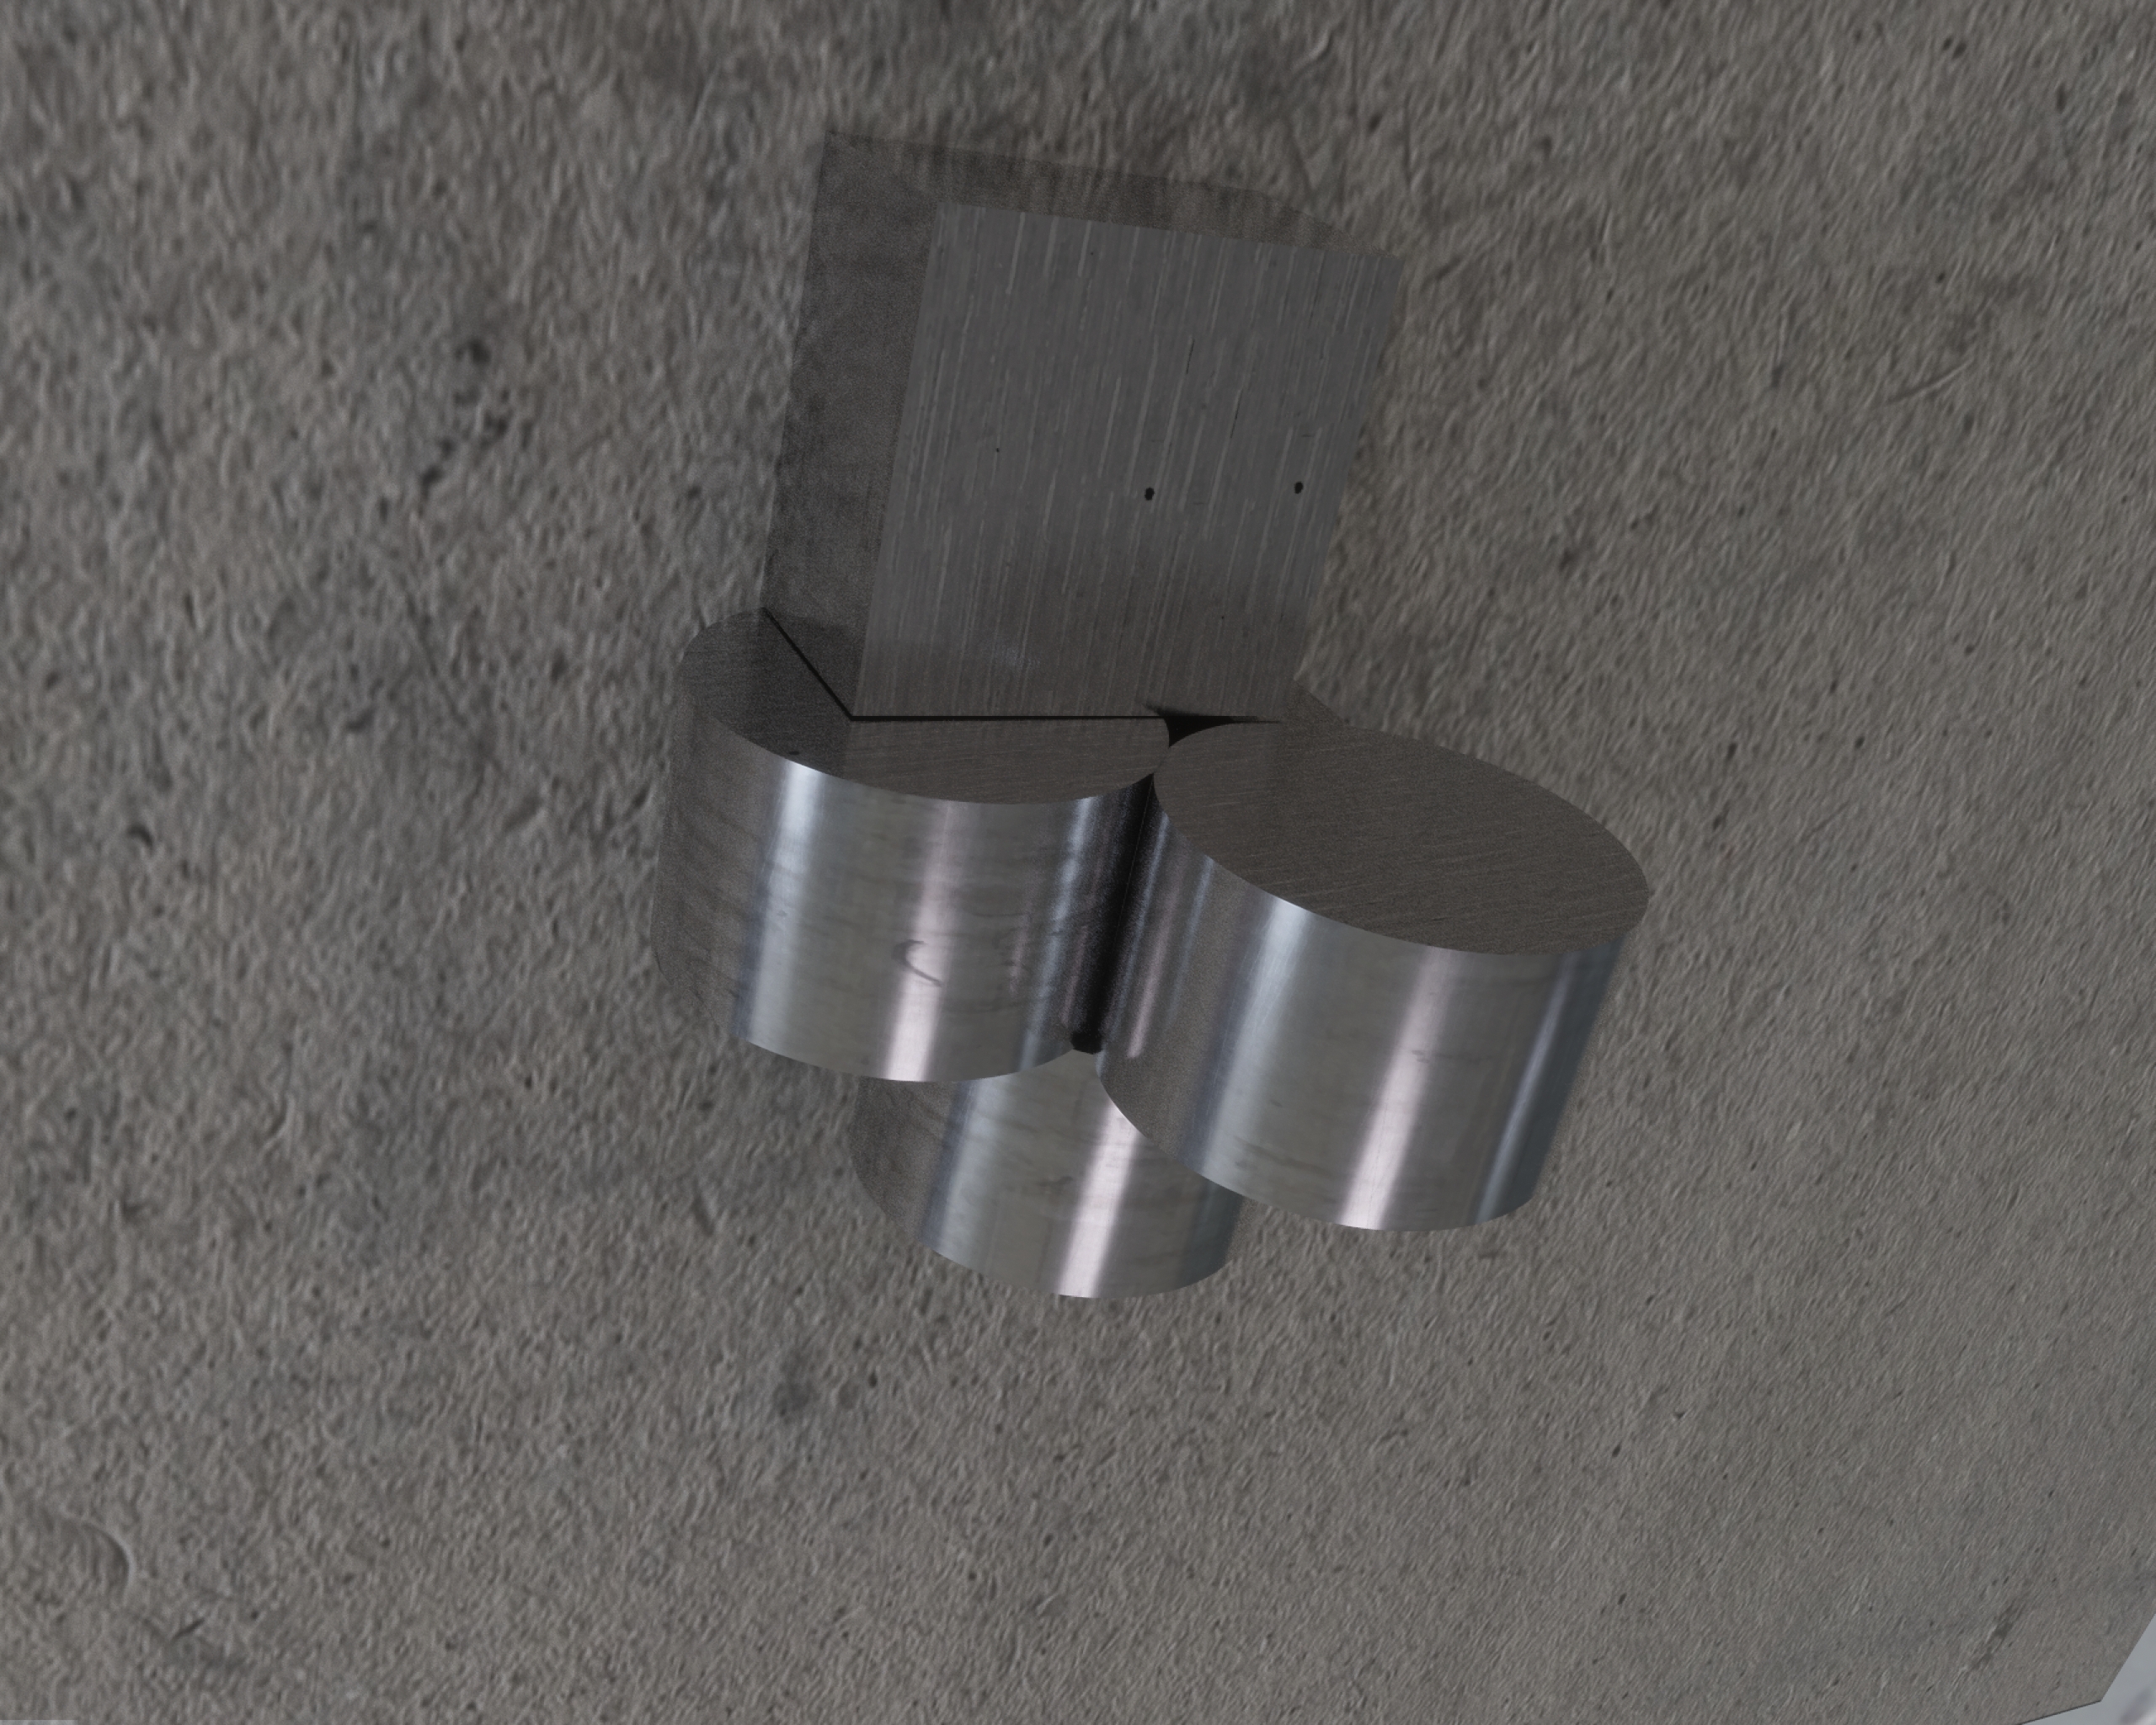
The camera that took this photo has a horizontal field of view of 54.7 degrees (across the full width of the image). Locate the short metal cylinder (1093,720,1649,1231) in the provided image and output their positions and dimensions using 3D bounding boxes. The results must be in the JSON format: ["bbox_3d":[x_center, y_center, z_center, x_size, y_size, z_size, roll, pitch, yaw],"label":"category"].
[{"bbox_3d":[0.047,0.016,0.344,0.081,0.080,0.050,-2,120,-28],"label":"short metal cylinder"}]

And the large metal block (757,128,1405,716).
[{"bbox_3d":[-0.002,-0.071,0.348,0.081,0.050,0.079,-2,119,-28],"label":"large metal block"}]

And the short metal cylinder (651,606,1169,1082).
[{"bbox_3d":[-0.029,-0.006,0.354,0.081,0.080,0.050,-2,120,-28],"label":"short metal cylinder"}]

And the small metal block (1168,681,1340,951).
[{"bbox_3d":[0.022,-0.015,0.398,0.025,0.050,0.050,1,118,-29],"label":"small metal block"}]

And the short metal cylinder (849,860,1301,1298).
[{"bbox_3d":[0.001,0.037,0.397,0.081,0.080,0.050,-1,119,-28],"label":"short metal cylinder"}]
